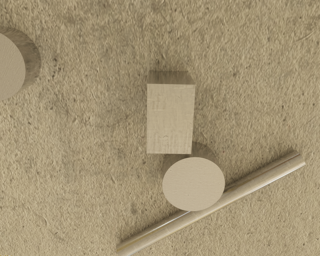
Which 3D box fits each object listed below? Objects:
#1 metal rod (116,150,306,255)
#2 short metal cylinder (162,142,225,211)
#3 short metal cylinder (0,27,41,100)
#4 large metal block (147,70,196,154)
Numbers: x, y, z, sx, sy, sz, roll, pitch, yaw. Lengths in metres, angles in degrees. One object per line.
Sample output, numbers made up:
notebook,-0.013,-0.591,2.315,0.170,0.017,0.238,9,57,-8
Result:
metal rod,0.067,0.116,0.453,0.300,0.025,0.025,-31,108,10
short metal cylinder,0.043,0.065,0.421,0.081,0.050,0.079,0,110,-1
short metal cylinder,-0.190,-0.077,0.365,0.081,0.050,0.079,0,110,-1
large metal block,0.011,-0.022,0.373,0.050,0.080,0.079,1,110,-1
